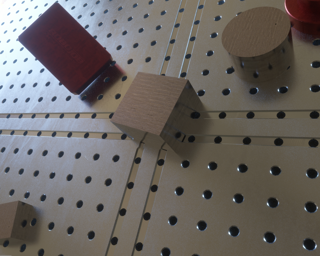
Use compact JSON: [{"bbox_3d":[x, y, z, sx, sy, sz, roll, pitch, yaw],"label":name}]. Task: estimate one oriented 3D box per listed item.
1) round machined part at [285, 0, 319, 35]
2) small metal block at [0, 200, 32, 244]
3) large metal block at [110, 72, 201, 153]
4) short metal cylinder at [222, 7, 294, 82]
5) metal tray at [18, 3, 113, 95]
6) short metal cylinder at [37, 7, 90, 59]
[{"bbox_3d":[0.210,-0.169,0.391,0.098,0.042,0.098,-13,56,21],"label":"round machined part"},{"bbox_3d":[-0.215,0.135,0.439,0.050,0.025,0.050,-14,56,20],"label":"small metal block"},{"bbox_3d":[-0.005,-0.023,0.409,0.080,0.050,0.080,16,70,34],"label":"large metal block"},{"bbox_3d":[0.124,-0.105,0.391,0.080,0.050,0.080,-13,56,21],"label":"short metal cylinder"},{"bbox_3d":[-0.156,-0.131,0.519,0.130,0.030,0.090,45,87,-1],"label":"metal tray"},{"bbox_3d":[-0.178,-0.175,0.574,0.050,0.080,0.080,-46,51,-4],"label":"short metal cylinder"}]
